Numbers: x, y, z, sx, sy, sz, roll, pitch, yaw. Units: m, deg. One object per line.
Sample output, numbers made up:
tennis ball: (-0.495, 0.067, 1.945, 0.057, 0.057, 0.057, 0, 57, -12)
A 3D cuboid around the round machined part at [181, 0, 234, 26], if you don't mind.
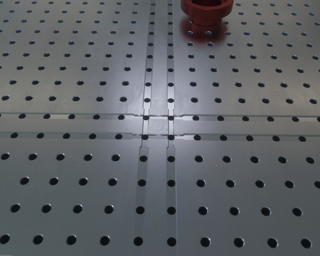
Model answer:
round machined part: (0.088, -0.232, 0.592, 0.099, 0.042, 0.098, 0, 50, 0)
